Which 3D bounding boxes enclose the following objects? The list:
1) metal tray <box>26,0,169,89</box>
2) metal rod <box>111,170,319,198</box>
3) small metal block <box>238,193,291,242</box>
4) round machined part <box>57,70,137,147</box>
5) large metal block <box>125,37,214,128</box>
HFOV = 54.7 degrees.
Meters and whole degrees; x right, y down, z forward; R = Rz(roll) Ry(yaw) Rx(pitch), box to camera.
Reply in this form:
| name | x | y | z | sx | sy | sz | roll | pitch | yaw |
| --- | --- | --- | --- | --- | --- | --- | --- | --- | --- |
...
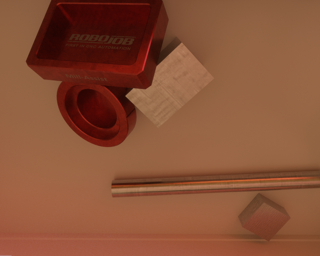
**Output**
| name | x | y | z | sx | sy | sz | roll | pitch | yaw |
| --- | --- | --- | --- | --- | --- | --- | --- | --- | --- |
| metal tray | -0.065 | -0.092 | 0.326 | 0.130 | 0.030 | 0.090 | 8 | 71 | 17 |
| metal rod | 0.084 | 0.080 | 0.441 | 0.302 | 0.025 | 0.025 | -3 | 110 | 0 |
| small metal block | 0.155 | 0.133 | 0.463 | 0.050 | 0.025 | 0.050 | 31 | 107 | -11 |
| round machined part | -0.071 | -0.028 | 0.376 | 0.098 | 0.042 | 0.097 | 15 | 131 | 19 |
| large metal block | 0.009 | -0.057 | 0.361 | 0.080 | 0.080 | 0.050 | -42 | 106 | 13 |
